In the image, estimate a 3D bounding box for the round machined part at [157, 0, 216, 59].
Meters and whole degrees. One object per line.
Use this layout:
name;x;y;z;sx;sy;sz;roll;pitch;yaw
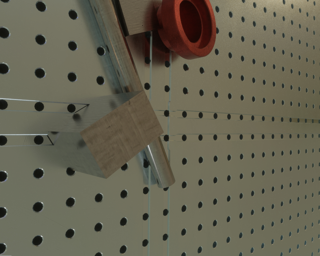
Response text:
round machined part;0.032;-0.141;0.418;0.099;0.042;0.097;5;83;-49

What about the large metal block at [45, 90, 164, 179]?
large metal block;-0.058;0.004;0.325;0.080;0.080;0.050;-38;114;-33

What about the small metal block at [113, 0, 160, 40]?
small metal block;-0.032;-0.141;0.382;0.050;0.025;0.050;-26;107;-37

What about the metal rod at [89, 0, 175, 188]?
metal rod;-0.038;-0.062;0.376;0.025;0.025;0.298;-31;109;-36
